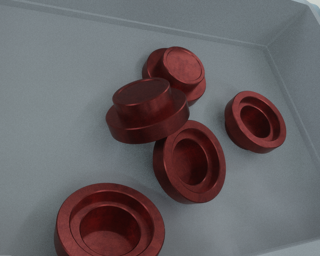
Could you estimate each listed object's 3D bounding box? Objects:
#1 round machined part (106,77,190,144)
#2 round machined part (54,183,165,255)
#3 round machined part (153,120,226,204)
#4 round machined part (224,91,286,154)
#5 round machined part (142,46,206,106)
[{"bbox_3d":[-0.017,-0.026,0.365,0.099,0.098,0.042,-44,131,-39],"label":"round machined part"},{"bbox_3d":[-0.048,0.102,0.292,0.099,0.042,0.098,14,33,-9],"label":"round machined part"},{"bbox_3d":[0.031,0.043,0.374,0.099,0.042,0.098,14,66,-34],"label":"round machined part"},{"bbox_3d":[0.139,-0.005,0.472,0.099,0.042,0.098,14,56,-21],"label":"round machined part"},{"bbox_3d":[0.027,-0.081,0.458,0.099,0.042,0.098,14,56,-21],"label":"round machined part"}]
